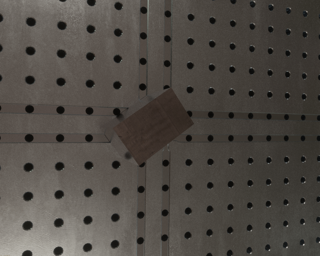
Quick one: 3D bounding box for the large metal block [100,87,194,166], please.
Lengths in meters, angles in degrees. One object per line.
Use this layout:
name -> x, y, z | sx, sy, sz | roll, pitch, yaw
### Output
large metal block -> -0.019, -0.003, 0.377 | 0.080, 0.080, 0.050 | -36, 102, -17
